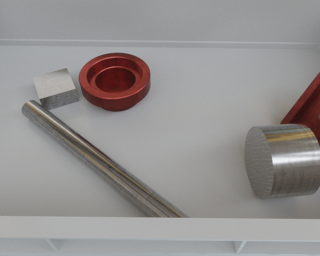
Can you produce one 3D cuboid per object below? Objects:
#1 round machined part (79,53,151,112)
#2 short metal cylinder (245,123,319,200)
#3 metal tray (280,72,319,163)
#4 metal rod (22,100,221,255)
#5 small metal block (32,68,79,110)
[{"bbox_3d":[-0.063,-0.062,0.445,0.099,0.042,0.098,0,50,0],"label":"round machined part"},{"bbox_3d":[0.132,0.036,0.341,0.050,0.080,0.080,-4,50,-4],"label":"short metal cylinder"},{"bbox_3d":[0.215,0.006,0.357,0.030,0.089,0.130,-6,46,-36],"label":"metal tray"},{"bbox_3d":[-0.063,0.047,0.364,0.300,0.025,0.025,33,57,24],"label":"metal rod"},{"bbox_3d":[-0.151,-0.056,0.451,0.050,0.025,0.050,-20,53,-16],"label":"small metal block"}]
